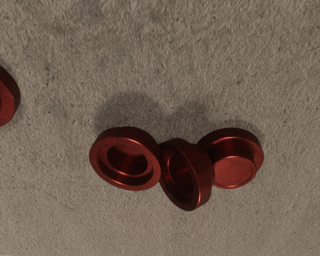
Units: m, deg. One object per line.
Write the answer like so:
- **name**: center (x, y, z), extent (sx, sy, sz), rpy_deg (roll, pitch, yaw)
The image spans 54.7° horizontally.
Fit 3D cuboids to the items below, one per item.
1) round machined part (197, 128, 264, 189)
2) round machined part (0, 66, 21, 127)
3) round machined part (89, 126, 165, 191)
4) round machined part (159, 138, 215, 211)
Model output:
- **round machined part**: center (0.098, 0.050, 0.440), extent (0.099, 0.042, 0.097), rpy_deg (-1, 130, 0)
- **round machined part**: center (-0.222, -0.035, 0.363), extent (0.099, 0.042, 0.097), rpy_deg (-1, 130, 0)
- **round machined part**: center (-0.041, 0.036, 0.417), extent (0.098, 0.042, 0.097), rpy_deg (8, 130, 10)
- **round machined part**: center (0.037, 0.059, 0.423), extent (0.042, 0.098, 0.097), rpy_deg (-20, 138, -31)
